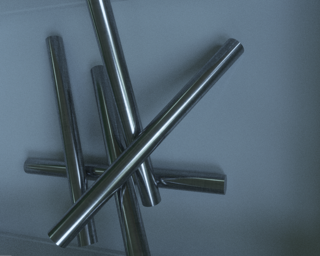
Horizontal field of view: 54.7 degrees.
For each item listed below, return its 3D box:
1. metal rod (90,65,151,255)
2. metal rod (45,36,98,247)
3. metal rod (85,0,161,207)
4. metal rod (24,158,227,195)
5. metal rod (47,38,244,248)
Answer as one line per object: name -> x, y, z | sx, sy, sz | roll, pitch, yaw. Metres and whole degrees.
metal rod -> -0.049, 0.045, 0.373 | 0.025, 0.025, 0.299 | -27, 60, 18
metal rod -> -0.126, 0.009, 0.435 | 0.025, 0.025, 0.299 | -18, 77, 19
metal rod -> -0.044, -0.045, 0.353 | 0.025, 0.025, 0.298 | -7, 107, 20
metal rod -> -0.061, 0.064, 0.431 | 0.301, 0.025, 0.025 | 2, 91, 19
metal rod -> -0.007, 0.008, 0.351 | 0.025, 0.025, 0.300 | 40, 79, 15
